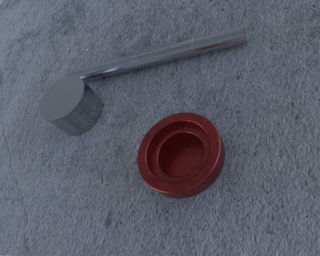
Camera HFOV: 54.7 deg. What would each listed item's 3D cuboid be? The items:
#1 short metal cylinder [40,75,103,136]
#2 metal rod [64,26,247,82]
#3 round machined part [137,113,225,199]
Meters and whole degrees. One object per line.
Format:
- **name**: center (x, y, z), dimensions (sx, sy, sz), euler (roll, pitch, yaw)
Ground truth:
- **short metal cylinder**: center (-0.136, -0.034, 0.480), dimensions (0.080, 0.050, 0.080), euler (-13, 56, 21)
- **metal rod**: center (-0.021, -0.106, 0.480), dimensions (0.300, 0.025, 0.025), euler (-8, 58, 23)
- **round machined part**: center (0.027, 0.034, 0.358), dimensions (0.098, 0.042, 0.098), euler (-13, 56, 21)
